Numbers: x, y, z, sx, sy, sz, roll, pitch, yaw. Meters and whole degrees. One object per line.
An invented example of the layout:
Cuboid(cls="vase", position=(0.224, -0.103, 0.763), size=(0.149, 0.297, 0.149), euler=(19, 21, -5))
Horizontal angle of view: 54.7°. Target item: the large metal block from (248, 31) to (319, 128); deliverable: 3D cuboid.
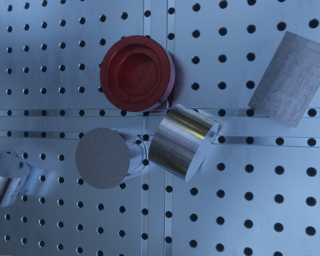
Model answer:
Cuboid(cls="large metal block", position=(0.140, -0.047, 0.334), size=(0.050, 0.080, 0.080), euler=(28, 99, 18))

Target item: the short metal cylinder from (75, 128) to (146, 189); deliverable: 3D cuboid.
Cuboid(cls="short metal cylinder", position=(-0.066, 0.039, 0.423), size=(0.080, 0.050, 0.079), euler=(0, 90, 20))

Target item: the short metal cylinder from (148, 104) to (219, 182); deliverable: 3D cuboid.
Cuboid(cls="short metal cylinder", position=(0.029, 0.017, 0.373), size=(0.050, 0.080, 0.080), euler=(28, 99, 18))

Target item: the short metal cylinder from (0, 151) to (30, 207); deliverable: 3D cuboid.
Cuboid(cls="short metal cylinder", position=(-0.249, 0.075, 0.471), size=(0.080, 0.080, 0.050), euler=(31, 100, 17))

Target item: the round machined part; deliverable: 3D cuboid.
Cuboid(cls="round machined part", position=(-0.026, -0.069, 0.413), size=(0.098, 0.042, 0.097), euler=(0, 90, 19))
